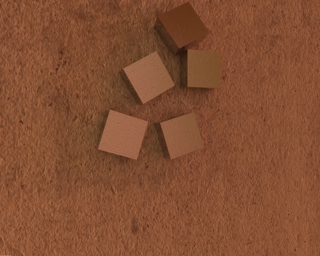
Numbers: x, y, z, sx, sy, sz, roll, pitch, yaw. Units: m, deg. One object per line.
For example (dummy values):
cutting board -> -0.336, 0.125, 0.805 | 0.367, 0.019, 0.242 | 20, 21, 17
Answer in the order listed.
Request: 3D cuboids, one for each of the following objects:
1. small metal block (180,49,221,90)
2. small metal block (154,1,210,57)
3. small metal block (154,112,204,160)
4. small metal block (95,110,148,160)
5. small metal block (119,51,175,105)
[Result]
small metal block -> 0.056, -0.080, 0.429 | 0.050, 0.025, 0.050 | 0, 91, -20
small metal block -> 0.028, -0.132, 0.413 | 0.050, 0.025, 0.050 | -32, 87, -17
small metal block -> 0.026, 0.010, 0.418 | 0.050, 0.025, 0.050 | -18, 96, -19
small metal block -> -0.049, 0.009, 0.391 | 0.050, 0.025, 0.050 | 18, 84, -19
small metal block -> -0.017, -0.064, 0.402 | 0.050, 0.025, 0.050 | -33, 101, -17
